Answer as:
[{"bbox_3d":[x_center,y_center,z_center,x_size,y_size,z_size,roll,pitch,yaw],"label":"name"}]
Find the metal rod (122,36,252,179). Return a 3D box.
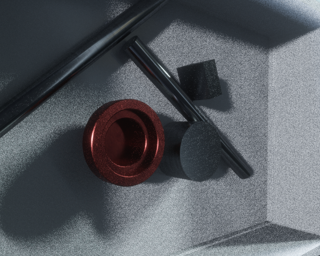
[{"bbox_3d":[0.054,-0.013,0.454,0.300,0.025,0.025,45,63,-31],"label":"metal rod"}]

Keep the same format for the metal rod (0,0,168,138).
[{"bbox_3d":[-0.086,-0.075,0.335,0.301,0.025,0.025,-48,119,-29],"label":"metal rod"}]

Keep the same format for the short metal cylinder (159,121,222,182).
[{"bbox_3d":[0.039,0.031,0.426,0.081,0.050,0.079,0,91,-40],"label":"short metal cylinder"}]

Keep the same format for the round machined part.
[{"bbox_3d":[-0.045,0.016,0.359,0.099,0.042,0.097,0,90,-40],"label":"round machined part"}]

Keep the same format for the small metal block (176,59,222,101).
[{"bbox_3d":[0.055,-0.067,0.439,0.025,0.050,0.050,-25,106,-38],"label":"small metal block"}]
